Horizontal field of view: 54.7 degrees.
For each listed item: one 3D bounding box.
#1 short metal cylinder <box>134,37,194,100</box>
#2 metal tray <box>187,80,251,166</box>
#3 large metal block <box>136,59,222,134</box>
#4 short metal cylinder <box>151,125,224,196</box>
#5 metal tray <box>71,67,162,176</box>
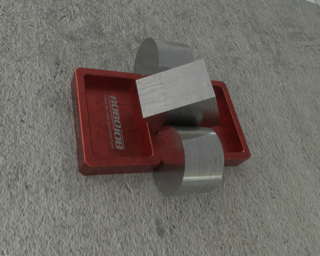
[{"bbox_3d":[0.003,-0.078,0.419,0.050,0.080,0.080,2,61,-27],"label":"short metal cylinder"},{"bbox_3d":[0.068,-0.010,0.445,0.091,0.030,0.130,2,61,-28],"label":"metal tray"},{"bbox_3d":[0.025,-0.029,0.375,0.080,0.080,0.050,-17,65,9],"label":"large metal block"},{"bbox_3d":[0.030,0.037,0.363,0.050,0.080,0.080,2,61,-27],"label":"short metal cylinder"},{"bbox_3d":[-0.056,-0.010,0.378,0.091,0.030,0.130,2,61,-28],"label":"metal tray"}]
